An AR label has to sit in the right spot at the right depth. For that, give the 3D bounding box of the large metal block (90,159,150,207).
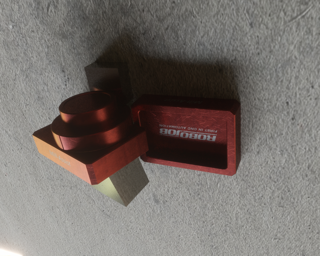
[{"bbox_3d":[-0.071,0.054,0.437,0.080,0.050,0.080,18,141,39],"label":"large metal block"}]

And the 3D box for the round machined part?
[{"bbox_3d":[-0.085,-0.014,0.381,0.098,0.098,0.042,6,121,25],"label":"round machined part"}]

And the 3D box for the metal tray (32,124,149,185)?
[{"bbox_3d":[-0.091,0.017,0.400,0.130,0.091,0.030,19,128,39],"label":"metal tray"}]

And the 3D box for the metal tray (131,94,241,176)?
[{"bbox_3d":[0.033,0.007,0.391,0.130,0.030,0.089,6,121,24],"label":"metal tray"}]

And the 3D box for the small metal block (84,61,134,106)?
[{"bbox_3d":[-0.066,-0.059,0.405,0.050,0.025,0.050,6,121,24],"label":"small metal block"}]
